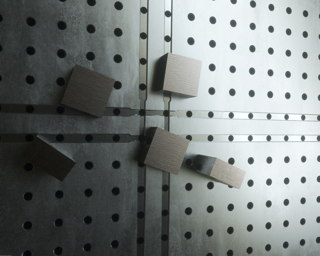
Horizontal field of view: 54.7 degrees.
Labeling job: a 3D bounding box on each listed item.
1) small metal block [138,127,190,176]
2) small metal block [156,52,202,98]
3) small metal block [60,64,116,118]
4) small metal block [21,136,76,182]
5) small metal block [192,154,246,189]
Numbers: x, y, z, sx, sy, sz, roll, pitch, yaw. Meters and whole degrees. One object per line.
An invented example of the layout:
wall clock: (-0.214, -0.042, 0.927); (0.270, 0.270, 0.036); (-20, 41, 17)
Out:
small metal block: (0.006, 0.031, 0.416); (0.050, 0.025, 0.050); (23, 82, -19)
small metal block: (0.026, -0.071, 0.423); (0.050, 0.025, 0.050); (9, 87, -20)
small metal block: (-0.089, -0.044, 0.380); (0.050, 0.025, 0.050); (20, 83, -19)
small metal block: (-0.126, 0.033, 0.353); (0.050, 0.050, 0.025); (38, 78, -17)
small metal block: (0.081, 0.060, 0.431); (0.050, 0.050, 0.025); (26, 82, -19)
